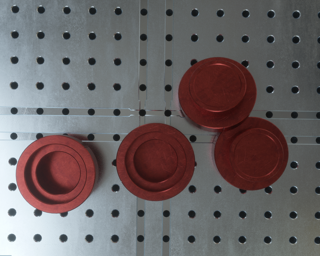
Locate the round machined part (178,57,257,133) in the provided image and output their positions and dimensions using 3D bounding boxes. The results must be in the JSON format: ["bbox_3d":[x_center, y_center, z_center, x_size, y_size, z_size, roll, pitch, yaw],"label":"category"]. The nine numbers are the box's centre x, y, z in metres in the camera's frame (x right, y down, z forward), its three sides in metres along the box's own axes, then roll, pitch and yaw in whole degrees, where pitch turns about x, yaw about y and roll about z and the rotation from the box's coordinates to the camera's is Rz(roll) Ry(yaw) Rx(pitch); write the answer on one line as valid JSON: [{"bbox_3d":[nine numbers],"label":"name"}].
[{"bbox_3d":[0.072,-0.046,0.392,0.099,0.042,0.098,-2,74,8],"label":"round machined part"}]

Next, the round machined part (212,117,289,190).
[{"bbox_3d":[0.120,0.034,0.407,0.099,0.042,0.097,0,90,-1],"label":"round machined part"}]

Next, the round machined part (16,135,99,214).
[{"bbox_3d":[-0.129,0.057,0.403,0.099,0.042,0.097,0,90,-1],"label":"round machined part"}]

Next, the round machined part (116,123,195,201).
[{"bbox_3d":[-0.006,0.042,0.405,0.099,0.042,0.097,0,90,-1],"label":"round machined part"}]
